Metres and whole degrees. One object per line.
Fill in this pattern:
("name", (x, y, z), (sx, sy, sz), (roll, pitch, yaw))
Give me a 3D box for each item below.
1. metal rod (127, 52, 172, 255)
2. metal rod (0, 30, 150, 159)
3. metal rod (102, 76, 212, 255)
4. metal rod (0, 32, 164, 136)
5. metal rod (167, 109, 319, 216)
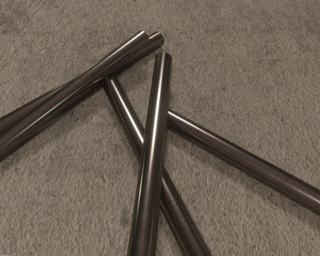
("metal rod", (-0.006, 0.014, 0.357), (0.025, 0.025, 0.300), (4, 50, 3))
("metal rod", (-0.124, -0.046, 0.421), (0.025, 0.025, 0.301), (34, 63, 25))
("metal rod", (-0.013, 0.038, 0.371), (0.025, 0.025, 0.300), (-19, 53, -15))
("metal rod", (-0.108, -0.073, 0.462), (0.025, 0.025, 0.302), (38, 59, 27))
("metal rod", (0.116, 0.048, 0.364), (0.300, 0.025, 0.025), (30, 56, 22))
